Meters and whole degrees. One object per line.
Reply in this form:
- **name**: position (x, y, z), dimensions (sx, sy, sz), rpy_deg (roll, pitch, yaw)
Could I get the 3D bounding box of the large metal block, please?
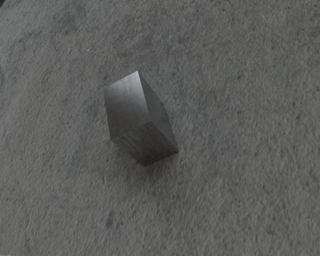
- **large metal block**: position (-0.024, -0.009, 0.388), dimensions (0.050, 0.080, 0.080), rpy_deg (-25, 53, 13)
